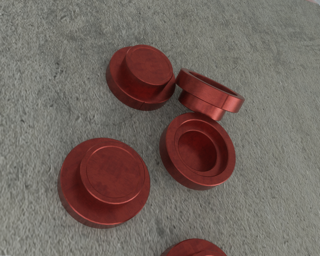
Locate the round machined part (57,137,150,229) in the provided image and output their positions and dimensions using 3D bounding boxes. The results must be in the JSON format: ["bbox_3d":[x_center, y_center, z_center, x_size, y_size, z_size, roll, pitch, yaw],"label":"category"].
[{"bbox_3d":[-0.055,0.053,0.331,0.099,0.042,0.098,14,56,-21],"label":"round machined part"}]

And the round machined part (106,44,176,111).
[{"bbox_3d":[-0.021,-0.076,0.427,0.099,0.042,0.098,14,56,-21],"label":"round machined part"}]

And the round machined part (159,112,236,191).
[{"bbox_3d":[0.044,0.032,0.395,0.099,0.042,0.098,12,58,-21],"label":"round machined part"}]

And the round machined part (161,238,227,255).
[{"bbox_3d":[0.043,0.164,0.316,0.099,0.042,0.098,14,56,-21],"label":"round machined part"}]

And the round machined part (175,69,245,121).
[{"bbox_3d":[0.065,-0.044,0.434,0.098,0.042,0.098,24,17,-7],"label":"round machined part"}]
